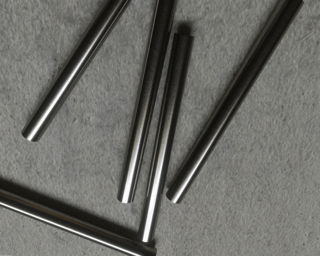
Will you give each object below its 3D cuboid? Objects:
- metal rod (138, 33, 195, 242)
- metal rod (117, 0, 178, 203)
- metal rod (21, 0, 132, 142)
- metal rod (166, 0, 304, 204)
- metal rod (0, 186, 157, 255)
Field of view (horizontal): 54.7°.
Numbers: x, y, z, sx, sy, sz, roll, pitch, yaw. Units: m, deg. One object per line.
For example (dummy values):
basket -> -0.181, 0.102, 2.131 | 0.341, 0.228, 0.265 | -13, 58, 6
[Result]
metal rod -> 0.004, 0.026, 0.419 | 0.025, 0.025, 0.298 | 9, 110, -4
metal rod -> -0.018, -0.036, 0.396 | 0.025, 0.025, 0.298 | 11, 110, -5
metal rod -> -0.082, -0.103, 0.370 | 0.025, 0.025, 0.299 | 35, 106, -12
metal rod -> 0.087, -0.024, 0.402 | 0.025, 0.025, 0.298 | 25, 108, -10
metal rod -> -0.145, 0.137, 0.458 | 0.301, 0.025, 0.025 | 25, 108, -10
